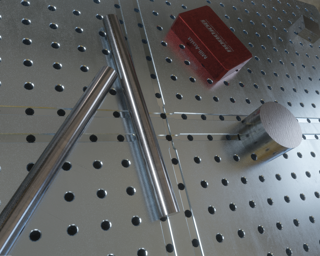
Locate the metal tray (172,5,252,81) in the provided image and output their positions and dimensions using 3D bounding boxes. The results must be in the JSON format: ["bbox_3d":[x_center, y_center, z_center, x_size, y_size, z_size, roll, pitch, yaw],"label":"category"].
[{"bbox_3d":[0.094,-0.154,0.552,0.091,0.030,0.130,-33,80,-38],"label":"metal tray"}]

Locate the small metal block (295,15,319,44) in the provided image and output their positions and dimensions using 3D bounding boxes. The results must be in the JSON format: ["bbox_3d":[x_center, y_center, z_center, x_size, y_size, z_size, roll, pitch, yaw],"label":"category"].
[{"bbox_3d":[0.360,-0.240,0.753,0.050,0.025,0.050,21,54,-16],"label":"small metal block"}]

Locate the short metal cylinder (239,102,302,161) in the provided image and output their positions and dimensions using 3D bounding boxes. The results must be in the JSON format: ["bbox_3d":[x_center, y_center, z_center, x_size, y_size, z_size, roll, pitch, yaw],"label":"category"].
[{"bbox_3d":[0.172,0.006,0.484,0.081,0.050,0.080,14,56,-21],"label":"short metal cylinder"}]

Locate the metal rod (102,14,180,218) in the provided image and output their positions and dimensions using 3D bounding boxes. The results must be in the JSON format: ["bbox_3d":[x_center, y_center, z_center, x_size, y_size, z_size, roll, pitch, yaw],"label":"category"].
[{"bbox_3d":[-0.032,-0.032,0.411,0.025,0.025,0.299,-4,64,-31],"label":"metal rod"}]

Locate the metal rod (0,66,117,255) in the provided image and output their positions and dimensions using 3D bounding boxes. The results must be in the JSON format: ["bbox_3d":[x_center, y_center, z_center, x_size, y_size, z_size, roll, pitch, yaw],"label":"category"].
[{"bbox_3d":[-0.115,0.036,0.324,0.025,0.025,0.300,30,52,-10],"label":"metal rod"}]
